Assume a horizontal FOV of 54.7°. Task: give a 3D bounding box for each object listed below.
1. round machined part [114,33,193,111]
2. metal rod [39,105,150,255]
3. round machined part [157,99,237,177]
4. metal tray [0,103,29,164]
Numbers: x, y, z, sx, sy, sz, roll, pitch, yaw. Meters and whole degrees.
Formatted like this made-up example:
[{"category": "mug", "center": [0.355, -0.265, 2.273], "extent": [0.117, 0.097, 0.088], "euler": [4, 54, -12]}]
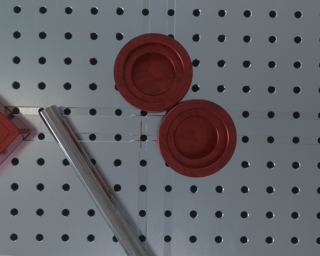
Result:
[{"category": "round machined part", "center": [-0.008, -0.070, 0.405], "extent": [0.099, 0.042, 0.097], "euler": [0, 90, 0]}, {"category": "metal rod", "center": [-0.070, 0.103, 0.412], "extent": [0.025, 0.025, 0.299], "euler": [-32, 90, 0]}, {"category": "round machined part", "center": [0.045, 0.011, 0.402], "extent": [0.099, 0.042, 0.097], "euler": [0, 95, -5]}, {"category": "metal tray", "center": [-0.255, -0.006, 0.408], "extent": [0.130, 0.030, 0.090], "euler": [42, 90, 0]}]
